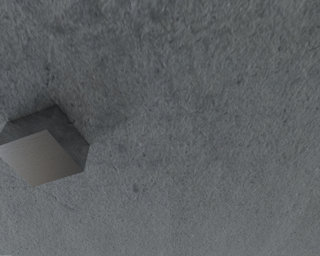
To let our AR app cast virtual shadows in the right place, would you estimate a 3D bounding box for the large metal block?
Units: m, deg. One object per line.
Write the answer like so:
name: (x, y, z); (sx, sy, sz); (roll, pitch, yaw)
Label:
large metal block: (-0.153, 0.025, 0.410); (0.080, 0.050, 0.080); (-18, 128, 14)
